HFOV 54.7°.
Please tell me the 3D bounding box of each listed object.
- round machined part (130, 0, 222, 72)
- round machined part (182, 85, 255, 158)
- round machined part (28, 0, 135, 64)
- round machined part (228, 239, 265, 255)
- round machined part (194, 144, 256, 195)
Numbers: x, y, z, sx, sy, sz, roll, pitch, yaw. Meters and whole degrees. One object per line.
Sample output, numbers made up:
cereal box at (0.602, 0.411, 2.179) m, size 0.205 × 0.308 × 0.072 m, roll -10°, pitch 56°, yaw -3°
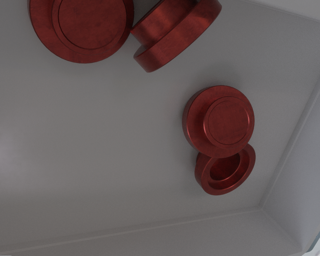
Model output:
round machined part at (0.009, -0.104, 0.307) m, size 0.098 × 0.098 × 0.042 m, roll -43°, pitch 108°, yaw 2°
round machined part at (0.082, -0.008, 0.411) m, size 0.099 × 0.042 × 0.097 m, roll -1°, pitch 94°, yaw -14°
round machined part at (-0.070, -0.108, 0.293) m, size 0.099 × 0.042 × 0.097 m, roll -14°, pitch 124°, yaw -21°
round machined part at (0.197, 0.301, 0.694) m, size 0.099 × 0.042 × 0.097 m, roll -14°, pitch 124°, yaw -21°
round machined part at (0.096, 0.054, 0.483) m, size 0.099 × 0.042 × 0.097 m, roll -14°, pitch 124°, yaw -21°
